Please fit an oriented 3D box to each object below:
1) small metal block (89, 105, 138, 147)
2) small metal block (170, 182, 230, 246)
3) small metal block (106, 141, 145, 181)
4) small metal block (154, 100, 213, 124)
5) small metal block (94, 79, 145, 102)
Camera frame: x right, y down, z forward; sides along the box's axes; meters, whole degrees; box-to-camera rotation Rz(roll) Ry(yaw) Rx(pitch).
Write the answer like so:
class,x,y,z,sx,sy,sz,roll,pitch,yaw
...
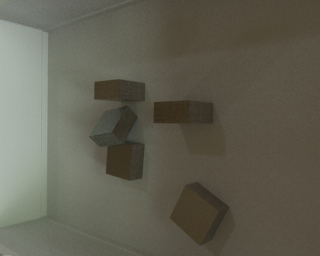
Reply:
class,x,y,z,sx,sy,sz,roll,pitch,yaw
small metal block,-0.067,-0.002,0.445,0.050,0.025,0.050,-10,42,39
small metal block,0.046,0.101,0.369,0.050,0.025,0.050,35,112,34
small metal block,-0.051,0.045,0.449,0.050,0.025,0.050,8,95,39
small metal block,0.028,-0.018,0.367,0.050,0.050,0.025,1,91,40
small metal block,-0.057,-0.052,0.438,0.050,0.050,0.025,2,91,40
